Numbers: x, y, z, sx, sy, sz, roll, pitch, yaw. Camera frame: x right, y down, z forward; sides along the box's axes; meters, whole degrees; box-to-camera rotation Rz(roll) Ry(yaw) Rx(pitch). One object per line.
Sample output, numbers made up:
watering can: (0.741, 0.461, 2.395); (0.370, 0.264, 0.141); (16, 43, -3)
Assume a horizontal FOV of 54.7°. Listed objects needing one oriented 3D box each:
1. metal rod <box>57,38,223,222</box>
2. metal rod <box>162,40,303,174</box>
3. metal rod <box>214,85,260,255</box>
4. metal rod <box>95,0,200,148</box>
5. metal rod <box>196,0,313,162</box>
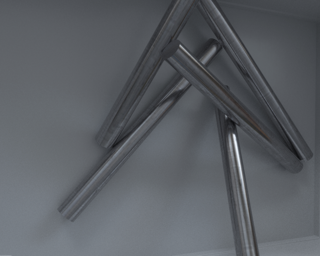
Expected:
metal rod: (-0.017, -0.007, 0.404); (0.025, 0.025, 0.300); (44, 76, -15)
metal rod: (0.113, -0.010, 0.406); (0.301, 0.025, 0.025); (35, 78, -34)
metal rod: (0.094, 0.077, 0.374); (0.025, 0.025, 0.299); (8, 60, -20)
metal rod: (0.006, -0.101, 0.337); (0.025, 0.025, 0.298); (26, 111, -19)
metal rod: (0.142, -0.064, 0.448); (0.025, 0.025, 0.300); (-45, 109, -14)
